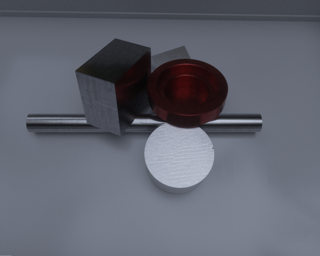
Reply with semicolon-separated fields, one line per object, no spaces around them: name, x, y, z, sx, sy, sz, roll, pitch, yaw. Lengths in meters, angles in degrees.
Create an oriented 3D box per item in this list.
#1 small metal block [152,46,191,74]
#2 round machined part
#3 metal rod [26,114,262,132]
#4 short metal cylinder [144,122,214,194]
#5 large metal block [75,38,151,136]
small metal block;0.020;-0.083;0.439;0.050;0.025;0.050;-20;71;-8
round machined part;0.034;-0.040;0.394;0.099;0.042;0.098;0;52;0
metal rod;-0.019;-0.007;0.409;0.302;0.025;0.025;0;70;-1
short metal cylinder;0.022;0.037;0.380;0.081;0.050;0.080;0;70;0
large metal block;-0.052;-0.051;0.381;0.050;0.079;0.080;20;48;18
